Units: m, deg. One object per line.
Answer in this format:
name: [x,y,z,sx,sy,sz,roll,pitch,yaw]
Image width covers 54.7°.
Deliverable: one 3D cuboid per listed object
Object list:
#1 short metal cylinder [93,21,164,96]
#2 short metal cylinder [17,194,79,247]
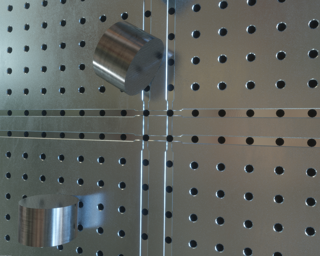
short metal cylinder: [-0.039,-0.088,0.397,0.050,0.080,0.080,33,101,17]
short metal cylinder: [-0.157,0.128,0.439,0.080,0.080,0.050,3,91,20]
